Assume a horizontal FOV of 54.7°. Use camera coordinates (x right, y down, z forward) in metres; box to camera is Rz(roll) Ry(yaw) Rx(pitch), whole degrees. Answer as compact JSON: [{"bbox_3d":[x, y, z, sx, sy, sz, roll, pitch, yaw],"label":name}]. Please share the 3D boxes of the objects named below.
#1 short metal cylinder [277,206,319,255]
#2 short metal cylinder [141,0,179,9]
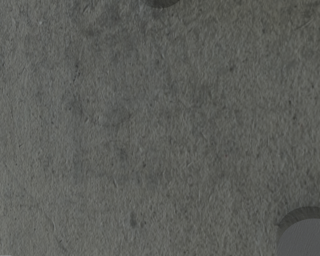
[{"bbox_3d":[0.170,0.131,0.336,0.080,0.050,0.079,0,90,19],"label":"short metal cylinder"},{"bbox_3d":[-0.005,-0.202,0.397,0.080,0.050,0.079,0,90,19],"label":"short metal cylinder"}]
